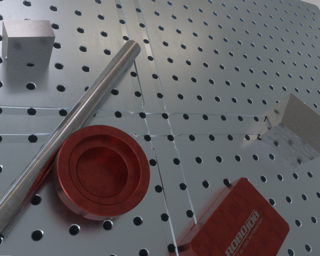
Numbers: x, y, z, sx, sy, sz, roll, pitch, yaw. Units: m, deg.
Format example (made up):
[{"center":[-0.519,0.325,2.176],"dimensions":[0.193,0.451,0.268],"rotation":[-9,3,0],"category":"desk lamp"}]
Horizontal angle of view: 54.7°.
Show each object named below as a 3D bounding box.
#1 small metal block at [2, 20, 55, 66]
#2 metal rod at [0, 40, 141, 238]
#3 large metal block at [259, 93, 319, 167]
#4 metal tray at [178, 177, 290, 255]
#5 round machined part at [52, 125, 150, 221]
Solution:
[{"center":[-0.158,-0.101,0.369],"dimensions":[0.050,0.050,0.025],"rotation":[-12,68,-33],"category":"small metal block"},{"center":[-0.094,-0.014,0.366],"dimensions":[0.025,0.025,0.301],"rotation":[33,51,-7],"category":"metal rod"},{"center":[0.220,0.003,0.509],"dimensions":[0.080,0.050,0.080],"rotation":[38,51,-3],"category":"large metal block"},{"center":[0.093,0.133,0.374],"dimensions":[0.090,0.030,0.131],"rotation":[48,51,5],"category":"metal tray"},{"center":[-0.064,0.049,0.330],"dimensions":[0.099,0.042,0.098],"rotation":[15,57,-24],"category":"round machined part"}]
